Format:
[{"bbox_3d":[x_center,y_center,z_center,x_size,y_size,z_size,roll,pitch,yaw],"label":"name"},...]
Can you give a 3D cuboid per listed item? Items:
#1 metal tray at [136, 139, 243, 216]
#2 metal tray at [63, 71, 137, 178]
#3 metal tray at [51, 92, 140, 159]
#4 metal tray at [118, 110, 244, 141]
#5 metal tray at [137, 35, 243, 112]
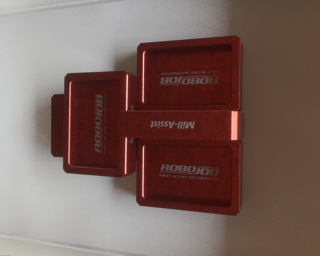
[{"bbox_3d":[0.036,0.057,0.393,0.130,0.030,0.089,1,90,19],"label":"metal tray"},{"bbox_3d":[-0.078,-0.005,0.399,0.090,0.030,0.129,1,90,19],"label":"metal tray"},{"bbox_3d":[-0.090,-0.003,0.435,0.130,0.030,0.089,0,90,19],"label":"metal tray"},{"bbox_3d":[0.028,-0.004,0.363,0.130,0.090,0.030,1,91,19],"label":"metal tray"},{"bbox_3d":[0.036,-0.064,0.393,0.130,0.030,0.089,1,90,19],"label":"metal tray"}]
